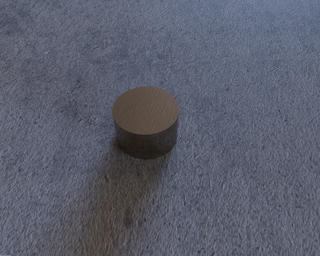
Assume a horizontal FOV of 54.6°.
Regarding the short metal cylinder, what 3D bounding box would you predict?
[{"bbox_3d":[-0.017,-0.007,0.393,0.080,0.050,0.080,0,50,0],"label":"short metal cylinder"}]
